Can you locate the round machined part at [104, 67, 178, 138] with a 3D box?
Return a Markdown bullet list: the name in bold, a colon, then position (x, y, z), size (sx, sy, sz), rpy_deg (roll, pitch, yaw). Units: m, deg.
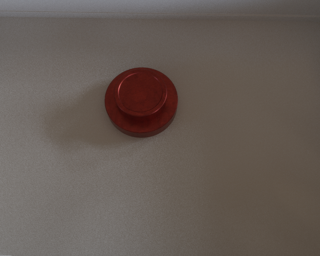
- **round machined part**: position (-0.025, -0.039, 0.415), size (0.099, 0.042, 0.098), rpy_deg (0, 70, -1)
